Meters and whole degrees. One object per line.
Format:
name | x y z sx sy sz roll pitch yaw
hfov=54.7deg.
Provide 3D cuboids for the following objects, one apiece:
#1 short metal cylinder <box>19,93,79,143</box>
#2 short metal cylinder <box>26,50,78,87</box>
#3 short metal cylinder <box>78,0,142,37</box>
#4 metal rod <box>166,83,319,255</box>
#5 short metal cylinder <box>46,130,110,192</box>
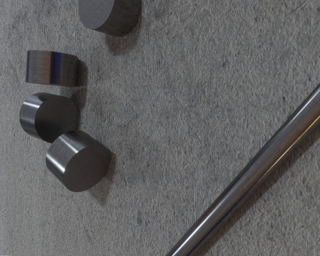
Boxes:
short metal cylinder | -0.186 -0.018 0.523 0.050 0.081 0.079 13 99 39
short metal cylinder | -0.179 -0.097 0.517 0.080 0.081 0.050 8 96 39
short metal cylinder | -0.073 -0.178 0.449 0.080 0.050 0.080 0 90 40
metal rod | 0.082 0.073 0.337 0.025 0.025 0.298 49 119 29
short metal cylinder | -0.124 0.050 0.471 0.050 0.081 0.079 31 109 35
